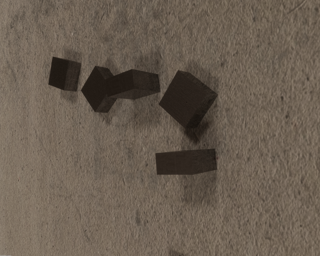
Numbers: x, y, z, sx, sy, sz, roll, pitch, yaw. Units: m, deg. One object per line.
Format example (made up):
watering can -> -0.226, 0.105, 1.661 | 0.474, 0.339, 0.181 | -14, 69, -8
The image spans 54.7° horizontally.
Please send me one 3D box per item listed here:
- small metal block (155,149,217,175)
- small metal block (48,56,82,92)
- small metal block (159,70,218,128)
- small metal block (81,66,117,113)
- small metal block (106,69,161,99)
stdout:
small metal block -> 0.031, 0.039, 0.362 | 0.050, 0.050, 0.025 | -7, 86, 39
small metal block -> -0.166, -0.094, 0.539 | 0.050, 0.025, 0.050 | 21, 103, 37
small metal block -> 0.033, -0.034, 0.376 | 0.050, 0.025, 0.050 | 45, 116, 30
small metal block -> -0.090, -0.059, 0.476 | 0.050, 0.025, 0.050 | -52, 60, 27
small metal block -> -0.036, -0.057, 0.416 | 0.050, 0.050, 0.025 | -11, 83, 39
